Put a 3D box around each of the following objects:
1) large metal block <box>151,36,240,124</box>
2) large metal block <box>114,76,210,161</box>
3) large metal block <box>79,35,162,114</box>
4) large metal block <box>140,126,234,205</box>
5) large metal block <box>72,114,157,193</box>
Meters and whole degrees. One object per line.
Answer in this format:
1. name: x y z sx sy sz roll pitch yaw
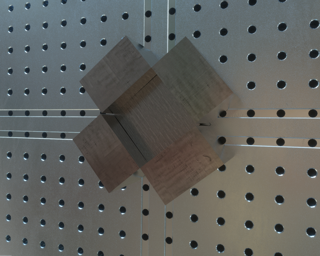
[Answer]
1. large metal block: 0.046 -0.052 0.368 0.050 0.080 0.080 -40 78 15
2. large metal block: 0.003 -0.011 0.397 0.080 0.050 0.080 -40 76 17
3. large metal block: -0.040 -0.062 0.398 0.080 0.080 0.050 -40 77 16
4. large metal block: 0.036 0.041 0.372 0.080 0.080 0.050 -39 78 16
5. large metal block: -0.051 0.029 0.402 0.050 0.080 0.080 -40 78 16
